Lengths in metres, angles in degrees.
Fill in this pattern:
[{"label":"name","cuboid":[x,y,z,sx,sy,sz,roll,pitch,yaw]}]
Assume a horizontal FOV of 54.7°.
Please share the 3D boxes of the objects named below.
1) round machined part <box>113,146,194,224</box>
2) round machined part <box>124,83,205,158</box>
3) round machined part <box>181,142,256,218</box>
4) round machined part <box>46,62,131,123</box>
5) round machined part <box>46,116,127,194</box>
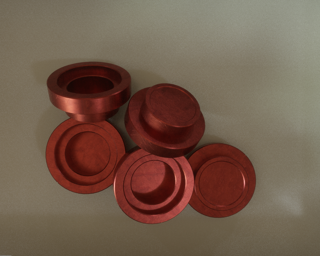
[{"label":"round machined part","cuboid":[-0.010,0.066,0.390,0.099,0.042,0.097,-2,96,-13]},{"label":"round machined part","cuboid":[0.010,-0.016,0.374,0.099,0.042,0.098,11,49,-13]},{"label":"round machined part","cuboid":[0.076,0.068,0.402,0.099,0.042,0.097,0,90,-1]},{"label":"round machined part","cuboid":[-0.085,-0.043,0.382,0.099,0.098,0.042,3,126,-1]},{"label":"round machined part","cuboid":[-0.091,0.032,0.399,0.099,0.042,0.097,0,90,-1]}]
